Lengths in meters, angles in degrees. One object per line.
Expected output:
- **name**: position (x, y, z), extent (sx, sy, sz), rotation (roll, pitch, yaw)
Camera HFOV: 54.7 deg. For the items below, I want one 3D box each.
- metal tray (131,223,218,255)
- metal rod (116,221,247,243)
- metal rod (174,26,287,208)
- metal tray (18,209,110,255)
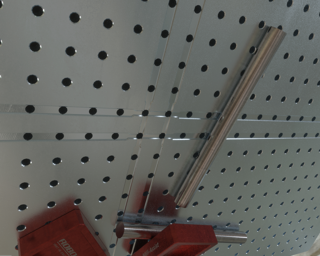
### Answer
- **metal tray**: position (0.021, 0.204, 0.518), extent (0.091, 0.030, 0.129), rotation (15, 132, -34)
- **metal rod**: position (0.056, 0.193, 0.563), extent (0.302, 0.025, 0.025), rotation (18, 109, -36)
- **metal rod**: position (0.097, -0.005, 0.463), extent (0.025, 0.025, 0.298), rotation (14, 111, -34)
- **metal tray**: position (-0.132, 0.187, 0.452), extent (0.091, 0.030, 0.129), rotation (-27, 128, -12)
